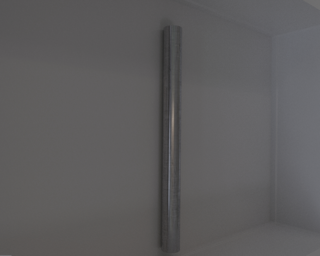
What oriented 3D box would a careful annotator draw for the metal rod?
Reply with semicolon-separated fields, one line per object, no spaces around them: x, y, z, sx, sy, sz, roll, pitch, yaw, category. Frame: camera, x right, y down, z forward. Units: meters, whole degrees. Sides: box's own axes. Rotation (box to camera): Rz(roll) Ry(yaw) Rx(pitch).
0.016;0.014;0.418;0.025;0.025;0.298;1;90;-40;metal rod
